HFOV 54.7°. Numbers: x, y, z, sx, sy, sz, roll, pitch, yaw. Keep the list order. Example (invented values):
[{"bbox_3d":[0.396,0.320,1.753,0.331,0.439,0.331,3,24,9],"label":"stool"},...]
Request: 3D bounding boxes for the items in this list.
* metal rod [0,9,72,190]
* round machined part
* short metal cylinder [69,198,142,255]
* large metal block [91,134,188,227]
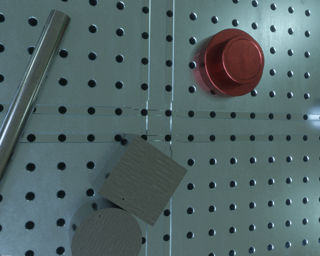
[{"bbox_3d":[-0.168,0.006,0.350,0.025,0.025,0.299,22,83,-19],"label":"metal rod"},{"bbox_3d":[0.109,-0.094,0.443,0.099,0.042,0.097,0,90,-20],"label":"round machined part"},{"bbox_3d":[-0.067,0.130,0.375,0.081,0.050,0.079,0,90,-20],"label":"short metal cylinder"},{"bbox_3d":[-0.026,0.063,0.390,0.080,0.050,0.080,36,78,-17],"label":"large metal block"}]
